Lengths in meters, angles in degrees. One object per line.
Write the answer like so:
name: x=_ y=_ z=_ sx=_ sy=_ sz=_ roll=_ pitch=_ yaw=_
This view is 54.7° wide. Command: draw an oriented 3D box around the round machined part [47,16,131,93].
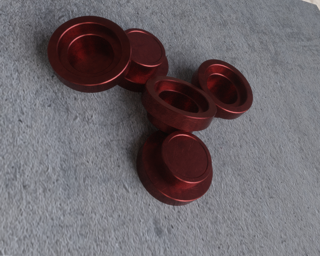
round machined part: x=-0.086 y=-0.088 z=0.389 sx=0.099 sy=0.042 sz=0.098 roll=2 pitch=70 yaw=-6

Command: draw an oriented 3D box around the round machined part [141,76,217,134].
round machined part: x=0.021 y=-0.026 z=0.409 sx=0.099 sy=0.042 sz=0.098 roll=16 pitch=33 yaw=-11

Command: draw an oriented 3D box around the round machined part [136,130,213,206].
round machined part: x=0.024 y=0.042 z=0.382 sx=0.099 sy=0.042 sz=0.098 roll=14 pitch=56 yaw=-21

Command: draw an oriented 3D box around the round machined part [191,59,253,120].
round machined part: x=0.091 y=-0.055 z=0.479 sx=0.099 sy=0.042 sz=0.098 roll=14 pitch=56 yaw=-21

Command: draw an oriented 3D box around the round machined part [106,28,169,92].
round machined part: x=-0.031 y=-0.102 z=0.441 sx=0.099 sy=0.042 sz=0.098 roll=14 pitch=56 yaw=-21
